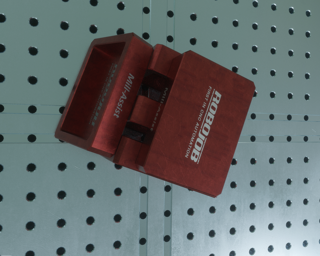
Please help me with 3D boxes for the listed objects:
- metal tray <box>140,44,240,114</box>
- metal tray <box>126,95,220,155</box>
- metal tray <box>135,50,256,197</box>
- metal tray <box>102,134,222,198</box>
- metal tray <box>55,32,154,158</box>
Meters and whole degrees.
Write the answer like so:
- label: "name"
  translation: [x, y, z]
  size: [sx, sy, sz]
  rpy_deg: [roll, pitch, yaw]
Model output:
- label: "metal tray"
  translation: [0.036, -0.055, 0.390]
  size: [0.131, 0.090, 0.030]
  rpy_deg: [22, 84, -18]
- label: "metal tray"
  translation: [0.016, 0.001, 0.382]
  size: [0.131, 0.090, 0.030]
  rpy_deg: [21, 82, -20]
- label: "metal tray"
  translation: [0.039, -0.004, 0.327]
  size: [0.090, 0.030, 0.130]
  rpy_deg: [22, 83, -19]
- label: "metal tray"
  translation: [0.000, 0.044, 0.377]
  size: [0.131, 0.090, 0.030]
  rpy_deg: [22, 83, -19]
- label: "metal tray"
  translation: [-0.066, -0.039, 0.351]
  size: [0.030, 0.090, 0.130]
  rpy_deg: [26, 81, -40]
